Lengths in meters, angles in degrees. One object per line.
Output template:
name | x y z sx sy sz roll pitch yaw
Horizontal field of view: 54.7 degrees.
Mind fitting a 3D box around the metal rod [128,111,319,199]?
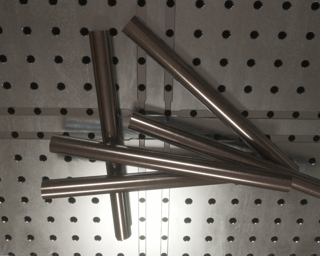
metal rod | 0.104 0.042 0.412 0.302 0.025 0.025 20 109 -1

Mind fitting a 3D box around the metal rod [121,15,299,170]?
metal rod | 0.074 -0.031 0.403 0.300 0.025 0.025 40 105 -14

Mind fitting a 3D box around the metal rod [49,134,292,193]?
metal rod | 0.012 0.044 0.393 0.302 0.025 0.025 9 110 2

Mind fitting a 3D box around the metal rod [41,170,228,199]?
metal rod | -0.001 0.071 0.419 0.302 0.025 0.025 -3 110 -7

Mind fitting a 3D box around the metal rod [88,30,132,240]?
metal rod | -0.064 0.023 0.421 0.025 0.025 0.298 -3 110 1
